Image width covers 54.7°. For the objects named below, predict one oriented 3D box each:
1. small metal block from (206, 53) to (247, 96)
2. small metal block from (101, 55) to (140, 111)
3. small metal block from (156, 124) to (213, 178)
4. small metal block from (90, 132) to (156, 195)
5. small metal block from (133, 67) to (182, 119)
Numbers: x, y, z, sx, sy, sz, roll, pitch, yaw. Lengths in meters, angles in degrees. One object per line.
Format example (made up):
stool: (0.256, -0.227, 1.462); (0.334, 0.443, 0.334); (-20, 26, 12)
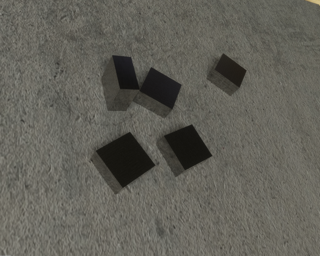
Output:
small metal block: (0.112, -0.090, 0.518); (0.050, 0.025, 0.050); (35, 51, -5)
small metal block: (-0.052, -0.056, 0.394); (0.025, 0.050, 0.050); (-1, 63, -29)
small metal block: (0.031, 0.029, 0.403); (0.050, 0.025, 0.050); (-21, 73, -36)
small metal block: (-0.043, 0.040, 0.356); (0.050, 0.025, 0.050); (-31, 79, -38)
small metal block: (-0.003, -0.049, 0.432); (0.050, 0.025, 0.050); (29, 52, -10)
